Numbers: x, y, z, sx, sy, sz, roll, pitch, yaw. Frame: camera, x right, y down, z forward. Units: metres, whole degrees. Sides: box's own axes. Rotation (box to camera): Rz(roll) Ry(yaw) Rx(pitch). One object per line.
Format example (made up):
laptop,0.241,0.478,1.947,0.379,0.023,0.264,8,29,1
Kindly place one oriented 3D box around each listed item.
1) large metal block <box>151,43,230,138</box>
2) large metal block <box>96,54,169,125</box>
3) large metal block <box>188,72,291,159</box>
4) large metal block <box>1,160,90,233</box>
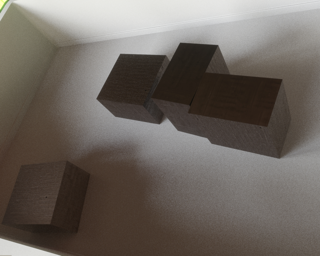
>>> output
large metal block,0.044,-0.044,0.374,0.050,0.080,0.080,14,69,34
large metal block,-0.030,-0.057,0.440,0.080,0.050,0.080,10,67,32
large metal block,0.088,-0.013,0.331,0.080,0.080,0.050,12,71,33
large metal block,-0.148,0.093,0.411,0.080,0.050,0.080,-8,58,24
